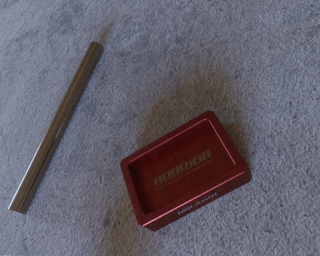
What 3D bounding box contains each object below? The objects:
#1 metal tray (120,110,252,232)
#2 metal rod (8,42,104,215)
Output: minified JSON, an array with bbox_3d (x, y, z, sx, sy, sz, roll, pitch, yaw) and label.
[{"bbox_3d":[0.025,0.048,0.356,0.130,0.030,0.090,-30,52,8],"label":"metal tray"},{"bbox_3d":[-0.156,-0.014,0.491,0.025,0.025,0.300,5,64,30],"label":"metal rod"}]
